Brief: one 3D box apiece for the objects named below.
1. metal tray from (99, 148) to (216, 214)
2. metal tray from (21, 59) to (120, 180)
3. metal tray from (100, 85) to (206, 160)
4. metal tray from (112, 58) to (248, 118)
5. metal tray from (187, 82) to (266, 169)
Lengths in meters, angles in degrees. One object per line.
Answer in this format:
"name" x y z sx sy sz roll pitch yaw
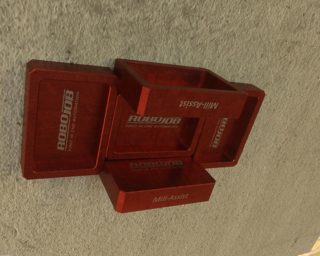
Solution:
"metal tray" -0.006 0.061 0.400 0.131 0.090 0.030 0 118 -29
"metal tray" -0.102 -0.006 0.346 0.091 0.030 0.129 0 118 -29
"metal tray" -0.006 -0.007 0.399 0.131 0.030 0.089 1 118 -29
"metal tray" 0.021 -0.045 0.352 0.131 0.090 0.030 0 119 -29
"metal tray" 0.091 -0.002 0.456 0.091 0.030 0.129 0 118 -29
